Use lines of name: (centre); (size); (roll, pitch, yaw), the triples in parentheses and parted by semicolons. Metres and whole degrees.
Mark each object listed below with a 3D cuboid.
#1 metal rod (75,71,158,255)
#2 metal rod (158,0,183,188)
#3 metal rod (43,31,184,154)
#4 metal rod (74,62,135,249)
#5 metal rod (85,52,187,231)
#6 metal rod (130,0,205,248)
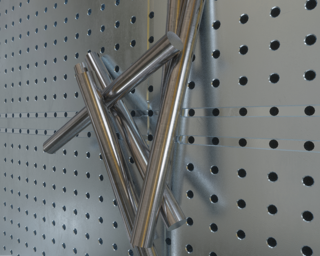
metal rod: (-0.048, 0.073, 0.403); (0.025, 0.025, 0.299); (-16, 95, 39)
metal rod: (0.013, -0.044, 0.399); (0.025, 0.025, 0.298); (8, 95, 40)
metal rod: (-0.084, -0.032, 0.430); (0.299, 0.025, 0.025); (-32, 70, 37)
metal rod: (-0.080, 0.031, 0.476); (0.025, 0.025, 0.299); (-33, 69, 35)
metal rod: (-0.045, -0.002, 0.425); (0.025, 0.025, 0.299); (-49, 54, 29)
metal rod: (0.012, -0.018, 0.357); (0.025, 0.025, 0.299); (7, 81, 40)
